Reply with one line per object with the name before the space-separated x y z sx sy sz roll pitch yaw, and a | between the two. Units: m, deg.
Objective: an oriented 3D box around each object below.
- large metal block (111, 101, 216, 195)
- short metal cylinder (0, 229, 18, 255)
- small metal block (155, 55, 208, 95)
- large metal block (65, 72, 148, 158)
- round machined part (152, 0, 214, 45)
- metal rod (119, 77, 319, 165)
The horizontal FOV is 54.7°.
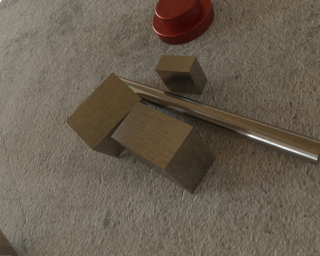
large metal block | 0.006 0.023 0.350 0.080 0.080 0.050 27 77 37
short metal cylinder | -0.228 0.165 0.385 0.050 0.080 0.080 29 77 37
small metal block | 0.029 -0.071 0.415 0.050 0.050 0.025 11 67 32
large metal block | -0.057 -0.012 0.394 0.050 0.080 0.080 43 89 17
round machined part | 0.032 -0.182 0.487 0.098 0.042 0.098 -13 56 20
metal rod | 0.046 -0.021 0.391 0.300 0.025 0.025 22 74 35
